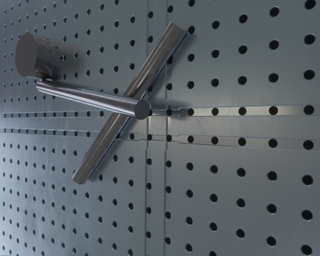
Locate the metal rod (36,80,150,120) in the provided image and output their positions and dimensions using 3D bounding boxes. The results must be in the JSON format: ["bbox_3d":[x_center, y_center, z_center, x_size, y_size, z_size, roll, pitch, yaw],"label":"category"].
[{"bbox_3d":[-0.124,-0.052,0.490,0.300,0.025,0.025,16,100,45],"label":"metal rod"}]

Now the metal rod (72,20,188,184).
[{"bbox_3d":[-0.056,-0.022,0.455,0.025,0.025,0.298,52,120,27],"label":"metal rod"}]

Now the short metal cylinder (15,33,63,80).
[{"bbox_3d":[-0.228,-0.132,0.582,0.080,0.050,0.079,0,90,40],"label":"short metal cylinder"}]
